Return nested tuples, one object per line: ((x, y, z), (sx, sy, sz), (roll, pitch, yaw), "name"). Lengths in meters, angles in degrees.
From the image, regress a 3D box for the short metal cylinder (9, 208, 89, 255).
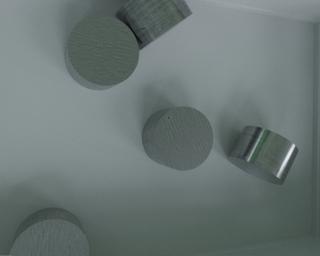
((-0.125, 0.137, 0.352), (0.081, 0.050, 0.079), (0, 90, -20), "short metal cylinder")

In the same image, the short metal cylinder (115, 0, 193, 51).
((-0.007, -0.138, 0.379), (0.080, 0.080, 0.050), (-39, 103, -16), "short metal cylinder")

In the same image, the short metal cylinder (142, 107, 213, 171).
((0.022, 0.013, 0.407), (0.081, 0.050, 0.079), (0, 90, -21), "short metal cylinder")

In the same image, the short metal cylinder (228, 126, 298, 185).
((0.145, 0.039, 0.437), (0.080, 0.080, 0.050), (33, 79, -18), "short metal cylinder")

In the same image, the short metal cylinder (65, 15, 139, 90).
((-0.071, -0.088, 0.372), (0.081, 0.050, 0.079), (0, 90, -21), "short metal cylinder")
